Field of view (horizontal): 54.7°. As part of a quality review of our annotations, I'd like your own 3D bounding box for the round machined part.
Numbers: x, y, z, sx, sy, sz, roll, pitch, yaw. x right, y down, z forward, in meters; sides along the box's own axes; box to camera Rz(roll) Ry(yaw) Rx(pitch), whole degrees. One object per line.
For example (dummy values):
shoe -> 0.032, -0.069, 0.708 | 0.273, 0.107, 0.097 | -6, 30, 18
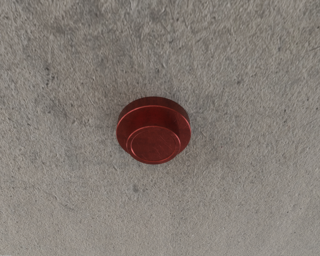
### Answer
round machined part -> -0.008, 0.010, 0.406 | 0.099, 0.042, 0.097 | -1, 130, 0
